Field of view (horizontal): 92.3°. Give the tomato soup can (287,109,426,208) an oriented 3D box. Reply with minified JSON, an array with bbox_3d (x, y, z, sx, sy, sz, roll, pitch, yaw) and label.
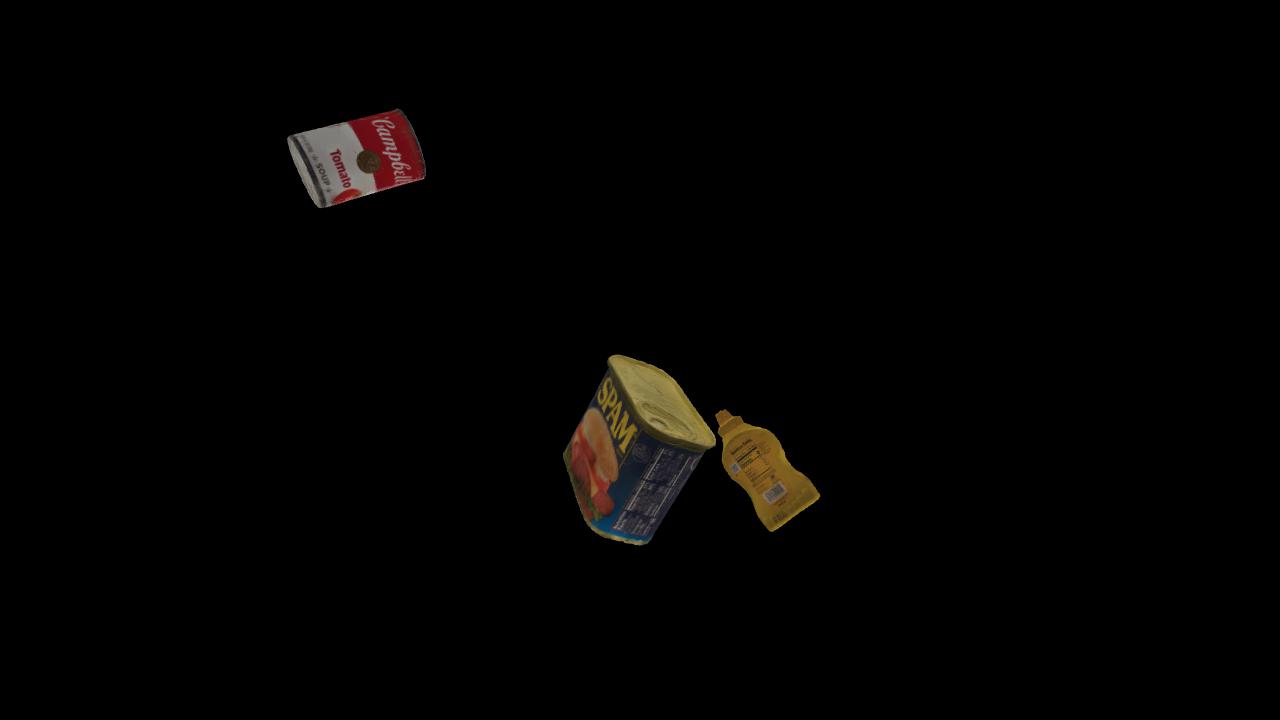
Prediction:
[{"bbox_3d":[-0.264,-0.189,0.576,0.101,0.068,0.068,-26,12,-26],"label":"tomato soup can"}]

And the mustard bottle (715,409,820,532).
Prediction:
[{"bbox_3d":[0.170,0.148,0.895,0.092,0.184,0.054,-44,-21,22],"label":"mustard bottle"}]

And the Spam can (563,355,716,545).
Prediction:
[{"bbox_3d":[-0.005,0.059,0.415,0.058,0.085,0.101,19,20,-27],"label":"Spam can"}]
